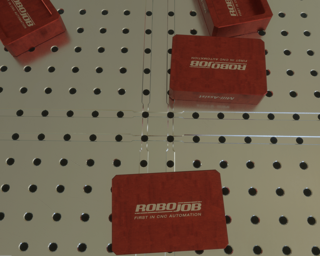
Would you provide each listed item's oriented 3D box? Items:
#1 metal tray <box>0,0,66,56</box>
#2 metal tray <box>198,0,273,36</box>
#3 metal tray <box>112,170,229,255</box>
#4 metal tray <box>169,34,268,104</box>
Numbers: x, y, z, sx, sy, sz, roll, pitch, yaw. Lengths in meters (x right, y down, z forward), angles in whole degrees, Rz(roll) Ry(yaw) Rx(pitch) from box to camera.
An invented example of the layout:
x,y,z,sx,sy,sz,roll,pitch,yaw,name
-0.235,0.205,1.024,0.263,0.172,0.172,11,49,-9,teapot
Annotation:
x,y,z,sx,sy,sz,roll,pitch,yaw,name
-0.217,-0.183,0.474,0.090,0.030,0.130,-33,73,-11,metal tray
0.109,-0.207,0.485,0.091,0.030,0.130,-12,70,-5,metal tray
0.010,0.100,0.373,0.131,0.030,0.090,-3,70,-1,metal tray
0.081,-0.084,0.440,0.131,0.030,0.090,4,70,1,metal tray
